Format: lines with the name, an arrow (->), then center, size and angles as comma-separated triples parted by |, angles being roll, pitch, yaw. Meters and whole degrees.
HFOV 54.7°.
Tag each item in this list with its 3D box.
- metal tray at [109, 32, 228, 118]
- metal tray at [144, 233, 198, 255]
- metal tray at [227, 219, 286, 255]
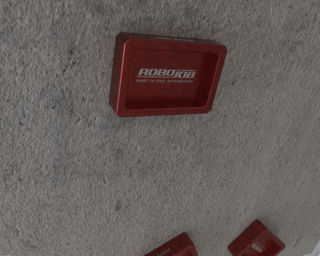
metal tray -> 0.010, -0.061, 0.370 | 0.131, 0.030, 0.089 | -4, 120, -27
metal tray -> 0.007, 0.257, 0.566 | 0.131, 0.030, 0.090 | -27, 128, -12
metal tray -> 0.216, 0.262, 0.683 | 0.090, 0.030, 0.130 | -45, 129, 3
